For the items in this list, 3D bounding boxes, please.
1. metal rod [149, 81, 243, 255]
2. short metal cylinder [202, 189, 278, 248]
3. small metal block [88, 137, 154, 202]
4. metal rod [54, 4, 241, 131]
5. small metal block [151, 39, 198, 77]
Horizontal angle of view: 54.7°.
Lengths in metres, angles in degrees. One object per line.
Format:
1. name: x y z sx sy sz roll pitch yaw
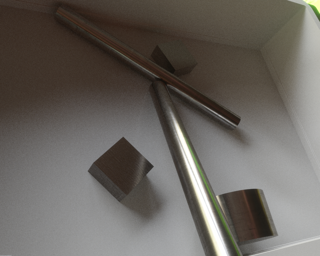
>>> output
1. metal rod: 0.024 0.027 0.321 0.025 0.025 0.300 14 29 -21
2. short metal cylinder: 0.086 0.106 0.354 0.081 0.080 0.050 2 61 -28
3. small metal block: -0.044 0.047 0.354 0.050 0.025 0.050 44 51 2
4. metal rod: -0.012 -0.084 0.451 0.301 0.025 0.025 31 52 -9
5. small metal block: 0.023 -0.108 0.485 0.050 0.025 0.050 -25 75 -37
